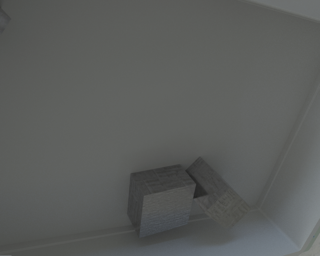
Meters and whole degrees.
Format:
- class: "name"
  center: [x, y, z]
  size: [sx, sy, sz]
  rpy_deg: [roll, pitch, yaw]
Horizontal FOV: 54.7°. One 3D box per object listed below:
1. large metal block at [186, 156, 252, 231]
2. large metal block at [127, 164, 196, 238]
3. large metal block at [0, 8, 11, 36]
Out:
- class: "large metal block"
  center: [0.085, 0.102, 0.485]
  size: [0.050, 0.080, 0.080]
  rpy_deg: [-45, 130, 3]
- class: "large metal block"
  center: [0.000, 0.107, 0.461]
  size: [0.081, 0.050, 0.079]
  rpy_deg: [-7, 122, -25]
- class: "large metal block"
  center: [-0.165, -0.089, 0.225]
  size: [0.080, 0.080, 0.050]
  rpy_deg: [32, 95, -39]
